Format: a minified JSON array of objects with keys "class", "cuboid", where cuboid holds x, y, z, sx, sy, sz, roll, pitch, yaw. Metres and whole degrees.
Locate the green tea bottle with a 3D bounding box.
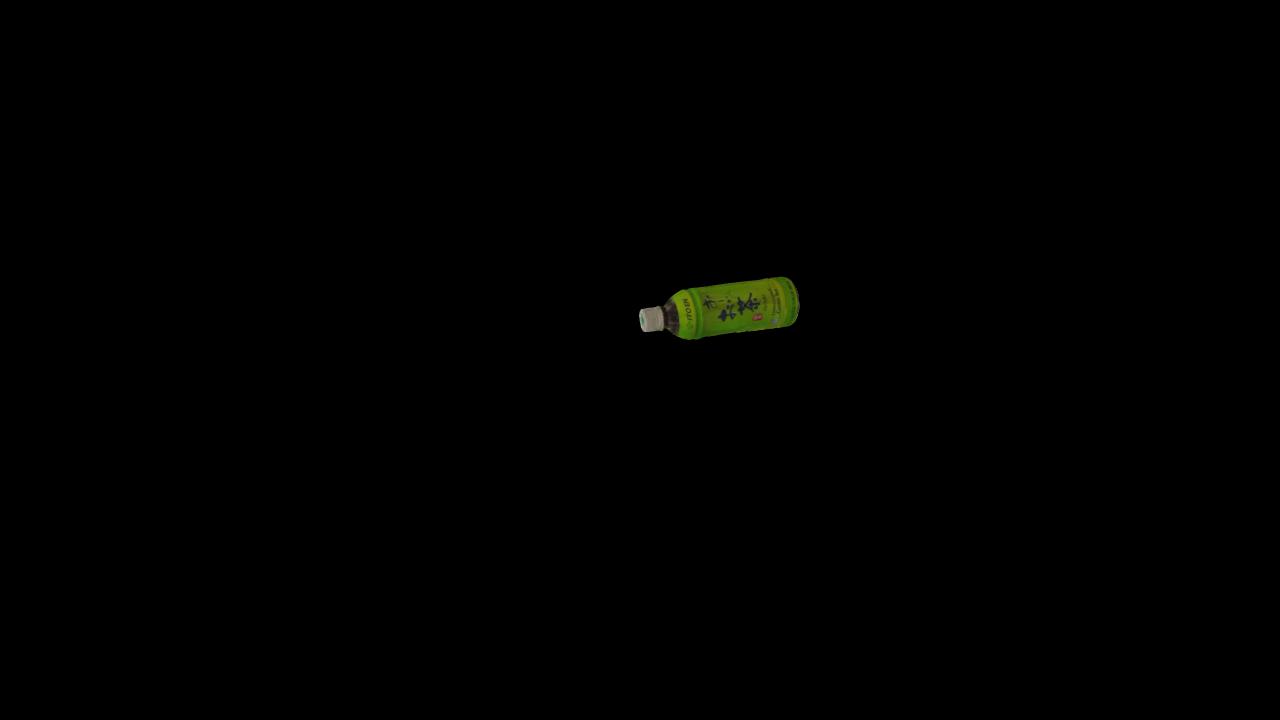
[{"class":"green tea bottle","cuboid":[0.103,-0.066,0.819,0.212,0.073,0.073,-8,2,-13]}]
